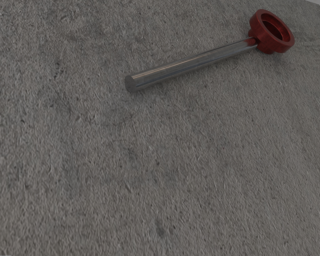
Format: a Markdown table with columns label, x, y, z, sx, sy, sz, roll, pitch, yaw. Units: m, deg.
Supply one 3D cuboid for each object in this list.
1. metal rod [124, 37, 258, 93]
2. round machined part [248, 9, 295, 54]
| label | x | y | z | sx | sy | sz | roll | pitch | yaw |
| --- | --- | --- | --- | --- | --- | --- | --- | --- | --- |
| metal rod | 0.069 | -0.111 | 0.508 | 0.302 | 0.025 | 0.025 | -26 | 76 | -37 |
| round machined part | 0.217 | -0.187 | 0.620 | 0.099 | 0.042 | 0.098 | 17 | 51 | -23 |
